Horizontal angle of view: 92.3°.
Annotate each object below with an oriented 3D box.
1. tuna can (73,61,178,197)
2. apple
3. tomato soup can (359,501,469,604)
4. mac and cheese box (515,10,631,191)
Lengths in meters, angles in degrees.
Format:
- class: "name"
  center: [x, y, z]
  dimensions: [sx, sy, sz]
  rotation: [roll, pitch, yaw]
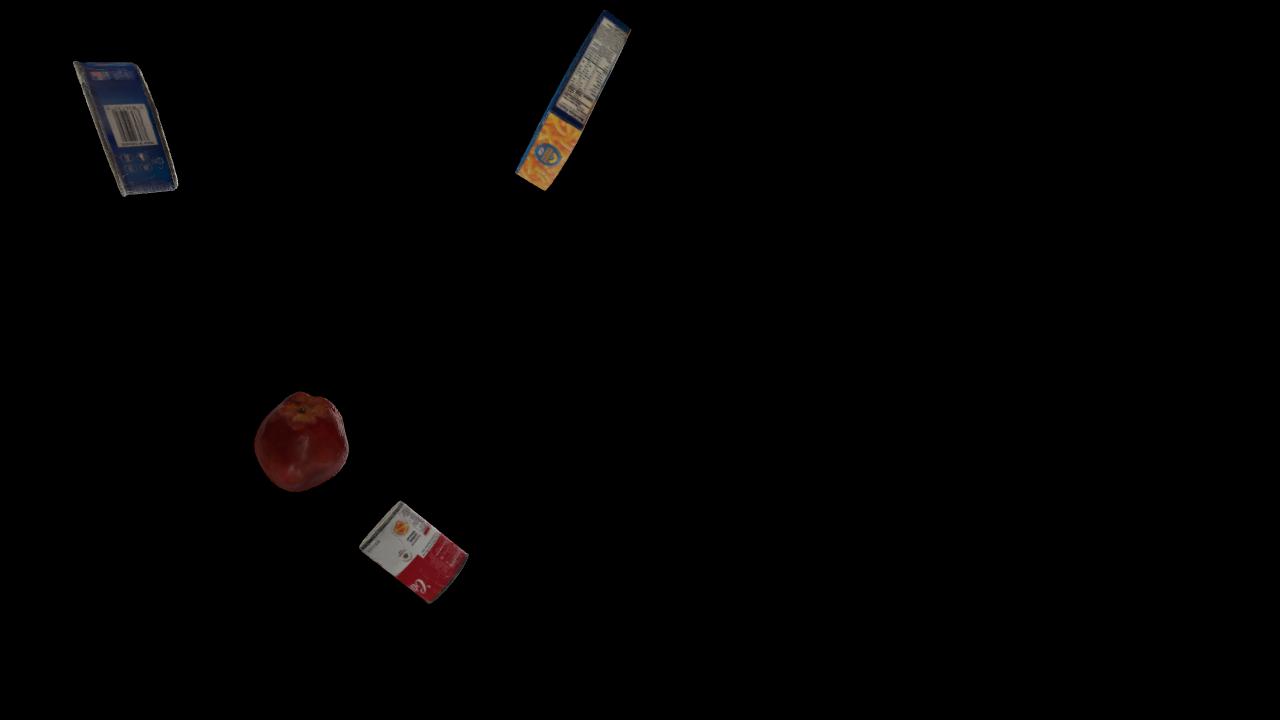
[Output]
- class: "tuna can"
  center: [-0.343, -0.155, 0.413]
  dimensions: [0.034, 0.084, 0.084]
  rotation: [-20, 12, -34]
- class: "apple"
  center: [-0.306, 0.076, 0.558]
  dimensions: [0.079, 0.093, 0.079]
  rotation: [19, 37, -15]
- class: "tomato soup can"
  center: [-0.255, 0.216, 0.695]
  dimensions: [0.101, 0.068, 0.068]
  rotation: [44, -10, -11]
- class: "mac and cheese box"
  center: [-0.066, -0.268, 0.630]
  dimensions: [0.041, 0.184, 0.093]
  rotation: [29, -34, -19]
